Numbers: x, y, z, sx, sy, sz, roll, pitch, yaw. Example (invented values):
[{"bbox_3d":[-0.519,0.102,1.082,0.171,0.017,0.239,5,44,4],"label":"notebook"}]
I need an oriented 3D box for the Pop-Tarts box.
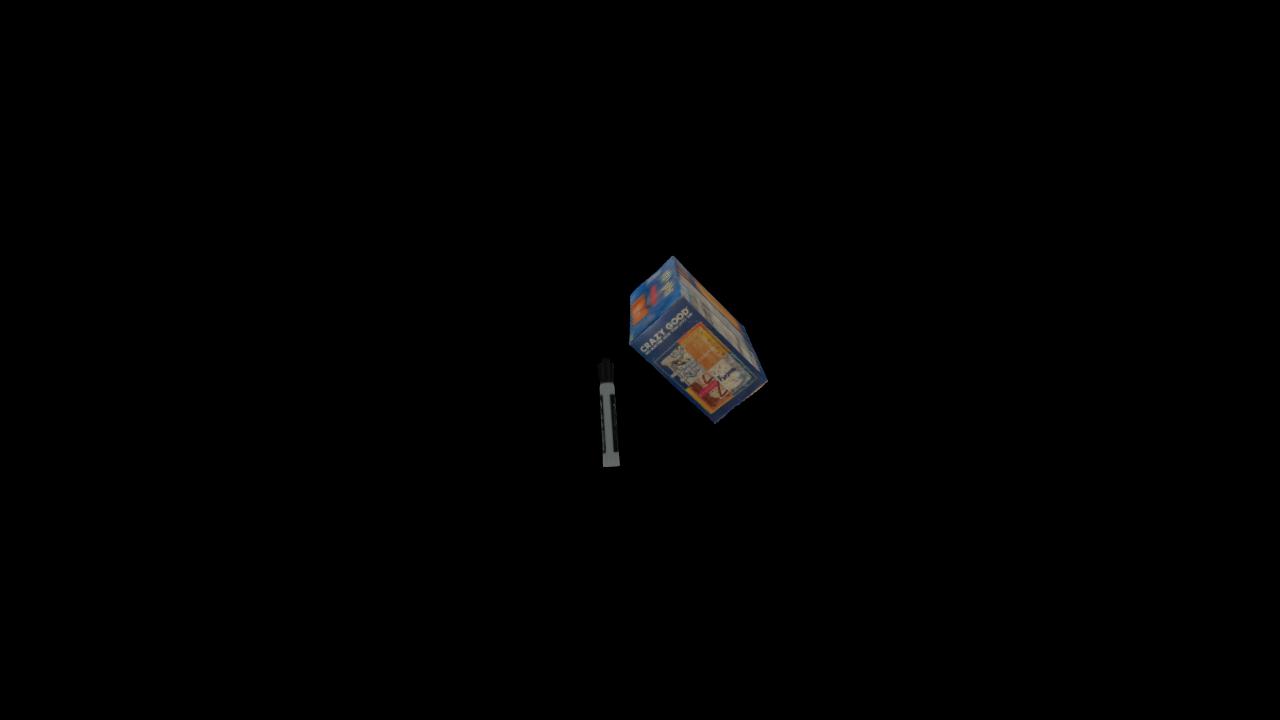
[{"bbox_3d":[0.063,-0.030,0.734,0.083,0.141,0.167,-42,18,16],"label":"Pop-Tarts box"}]

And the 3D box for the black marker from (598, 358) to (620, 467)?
[{"bbox_3d":[-0.035,0.058,0.686,0.020,0.121,0.020,-3,-10,-1],"label":"black marker"}]
